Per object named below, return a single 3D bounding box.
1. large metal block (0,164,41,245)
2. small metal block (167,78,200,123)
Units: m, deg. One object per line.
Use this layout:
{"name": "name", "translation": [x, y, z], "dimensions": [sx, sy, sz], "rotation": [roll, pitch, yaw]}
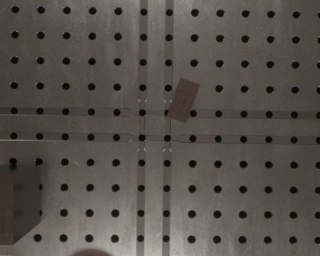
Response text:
{"name": "large metal block", "translation": [-0.189, 0.090, 0.383], "dimensions": [0.050, 0.080, 0.079], "rotation": [0, 90, 0]}
{"name": "small metal block", "translation": [0.029, -0.034, 0.401], "dimensions": [0.025, 0.050, 0.050], "rotation": [20, 90, 0]}
